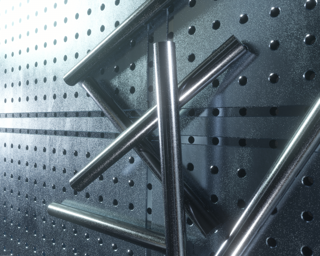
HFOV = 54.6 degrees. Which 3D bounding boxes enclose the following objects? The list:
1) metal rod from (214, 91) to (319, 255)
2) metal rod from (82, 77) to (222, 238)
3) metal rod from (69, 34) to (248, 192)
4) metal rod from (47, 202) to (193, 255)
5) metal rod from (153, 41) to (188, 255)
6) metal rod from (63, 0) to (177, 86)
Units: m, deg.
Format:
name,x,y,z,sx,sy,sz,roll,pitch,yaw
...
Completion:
name,x,y,z,sx,sy,sz,roll,pitch,yaw
metal rod,0.100,0.091,0.327,0.025,0.025,0.298,39,114,33
metal rod,-0.026,0.023,0.432,0.300,0.025,0.025,47,118,29
metal rod,-0.017,-0.005,0.398,0.299,0.025,0.025,-40,66,24
metal rod,-0.081,0.151,0.477,0.300,0.025,0.025,0,90,40
metal rod,0.014,0.054,0.357,0.025,0.025,0.298,-2,93,40
metal rod,-0.051,-0.141,0.452,0.299,0.025,0.025,-28,73,36
